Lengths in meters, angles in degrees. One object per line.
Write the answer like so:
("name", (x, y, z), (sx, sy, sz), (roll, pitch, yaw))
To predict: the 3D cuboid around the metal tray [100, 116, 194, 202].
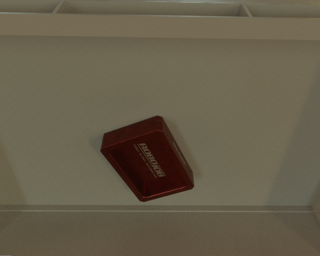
("metal tray", (-0.014, 0.050, 0.448), (0.090, 0.030, 0.130), (-19, 128, 14))
